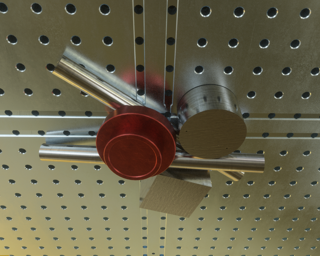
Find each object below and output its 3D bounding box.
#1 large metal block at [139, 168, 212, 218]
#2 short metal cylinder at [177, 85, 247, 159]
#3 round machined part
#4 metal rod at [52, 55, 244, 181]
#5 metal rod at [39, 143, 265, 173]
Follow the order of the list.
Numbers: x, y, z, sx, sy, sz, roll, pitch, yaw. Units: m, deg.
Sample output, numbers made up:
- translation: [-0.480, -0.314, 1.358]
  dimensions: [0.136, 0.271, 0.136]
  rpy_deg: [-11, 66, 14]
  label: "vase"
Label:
- translation: [0.021, 0.084, 0.465]
  dimensions: [0.081, 0.050, 0.079]
  rpy_deg: [16, 128, -13]
  label: "large metal block"
- translation: [0.063, -0.007, 0.389]
  dimensions: [0.081, 0.050, 0.079]
  rpy_deg: [0, 130, 0]
  label: "short metal cylinder"
- translation: [-0.030, 0.025, 0.377]
  dimensions: [0.099, 0.042, 0.097]
  rpy_deg: [3, 122, 4]
  label: "round machined part"
- translation: [0.002, -0.001, 0.411]
  dimensions: [0.301, 0.025, 0.025]
  rpy_deg: [31, 123, -24]
  label: "metal rod"
- translation: [-0.016, 0.040, 0.421]
  dimensions: [0.302, 0.025, 0.025]
  rpy_deg: [2, 131, 7]
  label: "metal rod"
